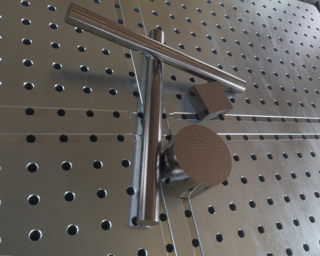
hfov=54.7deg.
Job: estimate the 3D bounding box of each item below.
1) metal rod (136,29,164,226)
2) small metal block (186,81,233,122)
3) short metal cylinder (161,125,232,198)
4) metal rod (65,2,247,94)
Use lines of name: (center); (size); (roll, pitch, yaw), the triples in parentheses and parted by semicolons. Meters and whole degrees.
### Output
metal rod: (-0.009, -0.023, 0.418); (0.025, 0.025, 0.299); (15, 55, -20)
small metal block: (0.076, -0.042, 0.477); (0.050, 0.025, 0.050); (-14, 69, -34)
short metal cylinder: (0.042, 0.042, 0.391); (0.081, 0.050, 0.080); (14, 56, -21)
metal rod: (0.014, -0.104, 0.449); (0.302, 0.025, 0.025); (15, 55, -32)
